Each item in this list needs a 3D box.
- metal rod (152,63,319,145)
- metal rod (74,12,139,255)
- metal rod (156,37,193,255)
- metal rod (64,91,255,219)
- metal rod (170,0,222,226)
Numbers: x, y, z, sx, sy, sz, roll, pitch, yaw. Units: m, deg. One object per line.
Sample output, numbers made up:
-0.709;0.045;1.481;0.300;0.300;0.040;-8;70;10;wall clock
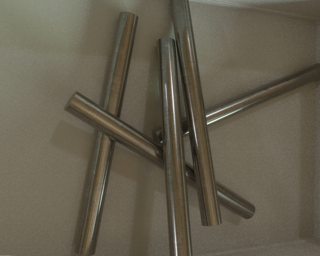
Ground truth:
0.128;-0.039;0.457;0.302;0.025;0.025;-22;98;-19;metal rod
-0.065;0.004;0.386;0.025;0.025;0.298;11;86;-20;metal rod
0.016;0.028;0.372;0.025;0.025;0.299;3;72;-20;metal rod
0.016;0.047;0.399;0.301;0.025;0.025;34;79;-23;metal rod
0.045;-0.028;0.402;0.025;0.025;0.298;-5;83;-20;metal rod
